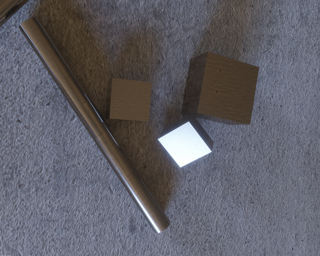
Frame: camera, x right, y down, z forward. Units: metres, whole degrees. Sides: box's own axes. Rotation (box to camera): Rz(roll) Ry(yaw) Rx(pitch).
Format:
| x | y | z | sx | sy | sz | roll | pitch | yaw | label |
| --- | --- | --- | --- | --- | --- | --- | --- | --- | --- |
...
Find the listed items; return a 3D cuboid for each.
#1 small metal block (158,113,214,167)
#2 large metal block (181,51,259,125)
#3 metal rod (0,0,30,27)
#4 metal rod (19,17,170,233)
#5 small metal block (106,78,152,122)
| x | y | z | sx | sy | sz | roll | pitch | yaw | label |
| --- | --- | --- | --- | --- | --- | --- | --- | --- | --- |
| 0.035 | 0.017 | 0.408 | 0.050 | 0.025 | 0.050 | -31 | 105 | 27 | small metal block |
| 0.082 | -0.051 | 0.427 | 0.081 | 0.050 | 0.080 | 11 | 86 | -20 | large metal block |
| -0.214 | -0.086 | 0.329 | 0.025 | 0.025 | 0.300 | 43 | 76 | -15 | metal rod |
| -0.073 | 0.005 | 0.382 | 0.025 | 0.025 | 0.299 | -35 | 102 | -17 | metal rod |
| -0.040 | -0.035 | 0.395 | 0.050 | 0.025 | 0.050 | 4 | 89 | -20 | small metal block |
